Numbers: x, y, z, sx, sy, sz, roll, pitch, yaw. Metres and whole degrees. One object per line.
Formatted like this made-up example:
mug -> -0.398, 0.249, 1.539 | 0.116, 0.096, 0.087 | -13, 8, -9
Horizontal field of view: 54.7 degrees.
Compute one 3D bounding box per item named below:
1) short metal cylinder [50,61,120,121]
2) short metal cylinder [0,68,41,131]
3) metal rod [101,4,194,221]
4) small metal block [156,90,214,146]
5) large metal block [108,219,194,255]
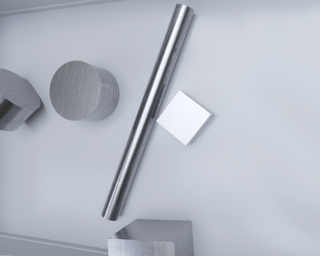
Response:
short metal cylinder -> -0.104, -0.050, 0.433 | 0.080, 0.050, 0.079 | 0, 90, 19
short metal cylinder -> -0.228, -0.042, 0.460 | 0.050, 0.080, 0.080 | -41, 78, 15
metal rod -> -0.019, -0.015, 0.416 | 0.025, 0.025, 0.298 | 23, 97, 18
small metal block -> 0.033, -0.013, 0.398 | 0.050, 0.025, 0.050 | 40, 102, 15
large metal block -> -0.008, 0.150, 0.383 | 0.080, 0.080, 0.050 | -4, 89, 19
